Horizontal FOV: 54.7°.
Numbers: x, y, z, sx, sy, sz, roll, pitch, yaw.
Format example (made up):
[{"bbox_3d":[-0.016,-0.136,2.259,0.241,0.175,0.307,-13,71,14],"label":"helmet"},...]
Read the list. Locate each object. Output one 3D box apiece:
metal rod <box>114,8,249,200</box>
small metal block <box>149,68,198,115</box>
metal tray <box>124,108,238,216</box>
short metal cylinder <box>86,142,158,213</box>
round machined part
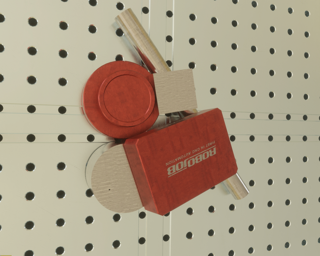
[{"bbox_3d":[0.036,-0.024,0.422,0.025,0.025,0.299,-38,102,-16],"label":"metal rod"},{"bbox_3d":[0.016,-0.046,0.390,0.050,0.025,0.050,-10,96,-15],"label":"small metal block"},{"bbox_3d":[0.030,0.036,0.377,0.131,0.030,0.089,-21,98,-32],"label":"metal tray"},{"bbox_3d":[-0.047,0.057,0.378,0.081,0.050,0.079,0,90,-20],"label":"short metal cylinder"},{"bbox_3d":[-0.044,-0.035,0.382,0.099,0.042,0.097,0,90,-19],"label":"round machined part"}]
